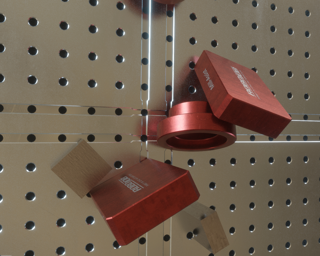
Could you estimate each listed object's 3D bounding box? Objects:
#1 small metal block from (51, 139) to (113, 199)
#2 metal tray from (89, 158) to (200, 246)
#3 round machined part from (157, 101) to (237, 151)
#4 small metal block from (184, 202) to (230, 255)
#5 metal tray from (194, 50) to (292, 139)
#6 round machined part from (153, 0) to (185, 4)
[{"bbox_3d":[-0.095,0.048,0.377,0.050,0.025,0.050,-45,104,-14],"label":"small metal block"},{"bbox_3d":[-0.025,0.074,0.348,0.091,0.130,0.030,-28,100,-18],"label":"metal tray"},{"bbox_3d":[0.046,-0.002,0.393,0.099,0.098,0.042,7,70,-20],"label":"round machined part"},{"bbox_3d":[0.063,0.135,0.422,0.025,0.050,0.050,-25,98,-18],"label":"small metal block"},{"bbox_3d":[0.100,-0.048,0.398,0.091,0.130,0.030,18,122,-19],"label":"metal tray"},{"bbox_3d":[0.006,-0.211,0.405,0.099,0.042,0.097,0,90,-20],"label":"round machined part"}]
